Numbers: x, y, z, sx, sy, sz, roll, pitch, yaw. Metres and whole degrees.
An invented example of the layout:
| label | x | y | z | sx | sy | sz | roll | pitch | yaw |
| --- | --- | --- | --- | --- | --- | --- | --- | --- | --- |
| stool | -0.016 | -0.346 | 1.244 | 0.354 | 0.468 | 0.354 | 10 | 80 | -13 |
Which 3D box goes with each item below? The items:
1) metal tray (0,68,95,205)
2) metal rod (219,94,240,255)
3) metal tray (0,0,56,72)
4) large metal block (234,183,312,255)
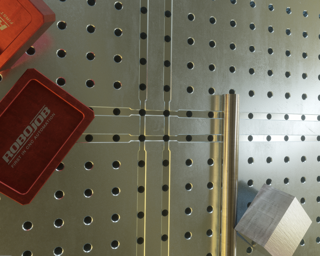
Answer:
| label | x | y | z | sx | sy | sz | roll | pitch | yaw |
| --- | --- | --- | --- | --- | --- | --- | --- | --- | --- |
| metal tray | -0.150 | 0.009 | 0.354 | 0.090 | 0.030 | 0.130 | 38 | 78 | -17 |
| metal rod | 0.100 | 0.101 | 0.451 | 0.025 | 0.025 | 0.298 | 1 | 90 | -20 |
| metal tray | -0.186 | -0.133 | 0.316 | 0.090 | 0.030 | 0.130 | -38 | 105 | 18 |
| large metal block | 0.166 | 0.141 | 0.450 | 0.080 | 0.050 | 0.080 | -52 | 126 | -13 |
